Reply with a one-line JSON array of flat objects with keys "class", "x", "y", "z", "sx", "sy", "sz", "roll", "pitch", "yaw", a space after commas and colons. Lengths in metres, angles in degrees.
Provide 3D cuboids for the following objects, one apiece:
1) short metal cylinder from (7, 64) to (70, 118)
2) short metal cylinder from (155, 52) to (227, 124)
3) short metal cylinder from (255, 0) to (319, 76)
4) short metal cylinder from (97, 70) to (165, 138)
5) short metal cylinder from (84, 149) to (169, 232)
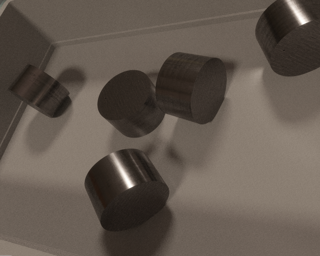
[{"class": "short metal cylinder", "x": -0.198, "y": -0.059, "z": 0.508, "sx": 0.080, "sy": 0.080, "sz": 0.050, "roll": 22, "pitch": 74, "yaw": 36}, {"class": "short metal cylinder", "x": 0.040, "y": -0.049, "z": 0.379, "sx": 0.050, "sy": 0.080, "sz": 0.080, "roll": 19, "pitch": 72, "yaw": 35}, {"class": "short metal cylinder", "x": 0.157, "y": -0.105, "z": 0.353, "sx": 0.080, "sy": 0.080, "sz": 0.050, "roll": -22, "pitch": 54, "yaw": 15}, {"class": "short metal cylinder", "x": -0.038, "y": -0.033, "z": 0.428, "sx": 0.080, "sy": 0.050, "sz": 0.080, "roll": -13, "pitch": 56, "yaw": 20}, {"class": "short metal cylinder", "x": -0.037, "y": 0.069, "z": 0.346, "sx": 0.080, "sy": 0.080, "sz": 0.050, "roll": -39, "pitch": 51, "yaw": 2}]
